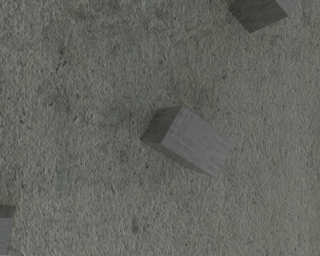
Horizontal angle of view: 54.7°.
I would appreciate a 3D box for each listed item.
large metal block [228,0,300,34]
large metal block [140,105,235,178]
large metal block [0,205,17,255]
[{"bbox_3d":[0.157,-0.190,0.437,0.050,0.080,0.080,42,77,-16],"label":"large metal block"},{"bbox_3d":[0.032,0.016,0.391,0.080,0.080,0.050,33,80,-17],"label":"large metal block"},{"bbox_3d":[-0.202,0.125,0.322,0.081,0.050,0.080,9,87,-20],"label":"large metal block"}]
